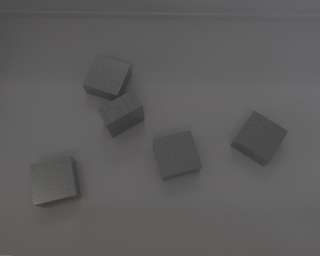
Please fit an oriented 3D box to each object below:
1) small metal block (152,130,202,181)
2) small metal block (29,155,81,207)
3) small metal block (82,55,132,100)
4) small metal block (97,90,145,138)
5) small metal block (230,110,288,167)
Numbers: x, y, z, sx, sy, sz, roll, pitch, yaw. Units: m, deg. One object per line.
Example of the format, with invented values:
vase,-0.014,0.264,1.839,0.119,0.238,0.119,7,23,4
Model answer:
small metal block,0.021,0.035,0.397,0.050,0.025,0.050,-14,71,-5
small metal block,-0.130,0.066,0.384,0.050,0.025,0.050,-13,71,-5
small metal block,-0.073,-0.069,0.434,0.050,0.025,0.050,17,71,6
small metal block,-0.049,-0.017,0.402,0.050,0.050,0.025,-30,73,-10
small metal block,0.129,0.014,0.405,0.050,0.025,0.050,34,73,11
